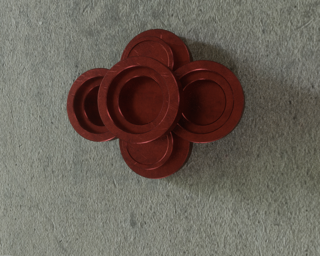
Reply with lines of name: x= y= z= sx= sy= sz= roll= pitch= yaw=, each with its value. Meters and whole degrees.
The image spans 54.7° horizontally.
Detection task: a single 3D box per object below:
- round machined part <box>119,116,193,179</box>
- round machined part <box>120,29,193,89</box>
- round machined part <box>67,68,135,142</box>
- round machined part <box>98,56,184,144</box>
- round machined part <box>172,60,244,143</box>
round machined part: x=-0.010 y=0.018 z=0.403 sx=0.098 sy=0.042 sz=0.097 roll=0 pitch=90 yaw=19
round machined part: x=-0.009 y=-0.081 z=0.403 sx=0.098 sy=0.042 sz=0.097 roll=0 pitch=90 yaw=19
round machined part: x=-0.074 y=-0.030 z=0.426 sx=0.098 sy=0.042 sz=0.097 roll=0 pitch=90 yaw=19
round machined part: x=-0.019 y=-0.031 z=0.362 sx=0.098 sy=0.042 sz=0.097 roll=0 pitch=90 yaw=19
round machined part: x=0.054 y=-0.031 z=0.381 sx=0.098 sy=0.042 sz=0.097 roll=0 pitch=90 yaw=19
